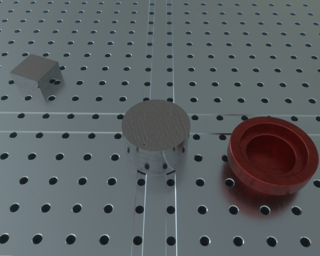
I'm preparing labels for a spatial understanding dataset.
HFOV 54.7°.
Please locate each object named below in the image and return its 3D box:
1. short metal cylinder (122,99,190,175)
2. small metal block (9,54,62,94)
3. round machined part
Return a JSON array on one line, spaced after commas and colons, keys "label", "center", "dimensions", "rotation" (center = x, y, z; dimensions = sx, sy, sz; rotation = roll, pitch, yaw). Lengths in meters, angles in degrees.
[{"label": "short metal cylinder", "center": [-0.005, 0.011, 0.382], "dimensions": [0.081, 0.050, 0.080], "rotation": [0, 50, 0]}, {"label": "small metal block", "center": [-0.190, -0.084, 0.477], "dimensions": [0.050, 0.025, 0.050], "rotation": [19, 52, 15]}, {"label": "round machined part", "center": [0.129, 0.036, 0.367], "dimensions": [0.099, 0.042, 0.098], "rotation": [0, 50, 0]}]
